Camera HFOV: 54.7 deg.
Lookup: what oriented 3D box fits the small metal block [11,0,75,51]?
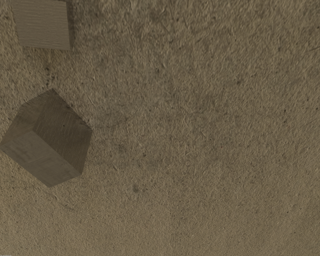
[{"bbox_3d":[-0.116,-0.109,0.313,0.050,0.025,0.050,4,130,-4],"label":"small metal block"}]

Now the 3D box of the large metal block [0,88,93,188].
[{"bbox_3d":[-0.134,0.012,0.380,0.050,0.080,0.080,-24,127,18],"label":"large metal block"}]
